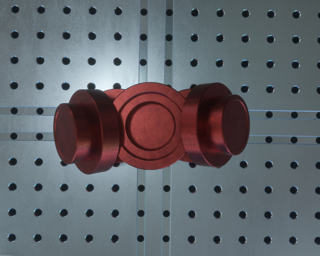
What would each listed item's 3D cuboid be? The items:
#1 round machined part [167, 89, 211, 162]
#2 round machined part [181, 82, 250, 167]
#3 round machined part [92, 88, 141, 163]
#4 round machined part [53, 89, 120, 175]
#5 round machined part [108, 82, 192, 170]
[{"bbox_3d":[0.043,-0.003,0.405,0.099,0.042,0.097,0,90,-1],"label":"round machined part"},{"bbox_3d":[0.069,-0.004,0.355,0.042,0.099,0.097,0,90,40],"label":"round machined part"},{"bbox_3d":[-0.055,-0.003,0.404,0.099,0.042,0.097,0,90,-1],"label":"round machined part"},{"bbox_3d":[-0.089,0.005,0.353,0.042,0.098,0.097,-6,90,-38],"label":"round machined part"},{"bbox_3d":[-0.011,-0.002,0.362,0.099,0.042,0.097,0,90,-1],"label":"round machined part"}]
